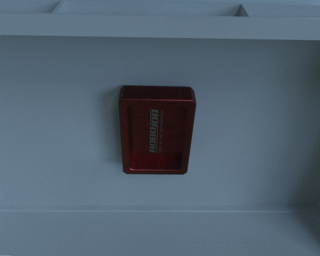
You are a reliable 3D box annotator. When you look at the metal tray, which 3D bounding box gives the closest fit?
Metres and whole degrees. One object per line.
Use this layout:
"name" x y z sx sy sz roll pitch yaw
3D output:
"metal tray" -0.005 0.007 0.408 0.091 0.030 0.129 1 130 -2
